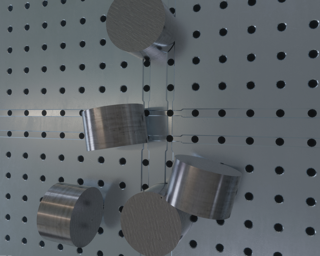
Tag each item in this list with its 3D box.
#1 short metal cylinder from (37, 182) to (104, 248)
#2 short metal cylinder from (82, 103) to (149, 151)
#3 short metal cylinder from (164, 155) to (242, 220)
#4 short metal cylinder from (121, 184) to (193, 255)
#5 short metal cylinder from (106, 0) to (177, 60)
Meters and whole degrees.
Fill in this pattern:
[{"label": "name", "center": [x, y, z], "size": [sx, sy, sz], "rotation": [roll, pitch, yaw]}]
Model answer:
[{"label": "short metal cylinder", "center": [-0.121, 0.118, 0.426], "size": [0.050, 0.080, 0.079], "rotation": [5, 92, 20]}, {"label": "short metal cylinder", "center": [-0.058, 0.000, 0.404], "size": [0.080, 0.080, 0.050], "rotation": [-9, 87, 20]}, {"label": "short metal cylinder", "center": [0.050, 0.067, 0.366], "size": [0.080, 0.080, 0.050], "rotation": [16, 95, 19]}, {"label": "short metal cylinder", "center": [-0.003, 0.116, 0.399], "size": [0.080, 0.050, 0.079], "rotation": [1, 92, 21]}, {"label": "short metal cylinder", "center": [-0.023, -0.134, 0.407], "size": [0.080, 0.050, 0.079], "rotation": [0, 90, 20]}]
